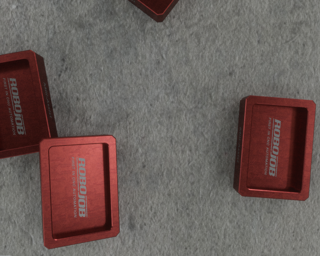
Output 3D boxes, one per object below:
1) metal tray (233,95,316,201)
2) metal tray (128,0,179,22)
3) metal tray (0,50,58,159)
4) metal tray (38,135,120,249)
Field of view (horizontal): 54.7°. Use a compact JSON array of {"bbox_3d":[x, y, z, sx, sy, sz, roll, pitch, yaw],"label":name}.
[{"bbox_3d":[0.150,0.026,0.409,0.091,0.030,0.129,5,90,-1],"label":"metal tray"},{"bbox_3d":[-0.024,-0.215,0.407,0.130,0.030,0.090,37,90,-1],"label":"metal tray"},{"bbox_3d":[-0.192,-0.028,0.404,0.091,0.030,0.129,-10,90,-1],"label":"metal tray"},{"bbox_3d":[-0.101,0.075,0.388,0.091,0.030,0.129,-3,91,-24],"label":"metal tray"}]
